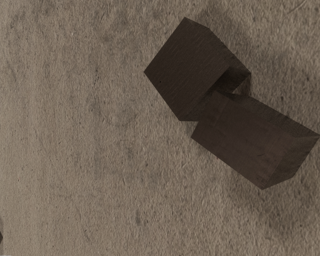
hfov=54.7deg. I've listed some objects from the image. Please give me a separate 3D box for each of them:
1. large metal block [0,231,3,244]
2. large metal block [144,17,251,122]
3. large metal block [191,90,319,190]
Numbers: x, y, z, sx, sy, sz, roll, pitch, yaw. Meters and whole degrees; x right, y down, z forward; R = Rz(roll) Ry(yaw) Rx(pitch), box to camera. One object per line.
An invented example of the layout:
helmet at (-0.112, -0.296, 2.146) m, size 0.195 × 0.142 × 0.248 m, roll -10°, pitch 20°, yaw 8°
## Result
large metal block at (-0.422, 0.259, 0.732) m, size 0.080 × 0.050 × 0.080 m, roll 47°, pitch 118°, yaw 29°
large metal block at (0.040, -0.064, 0.354) m, size 0.080 × 0.050 × 0.080 m, roll -49°, pitch 62°, yaw 28°
large metal block at (0.091, 0.008, 0.293) m, size 0.080 × 0.081 × 0.050 m, roll 38°, pitch 113°, yaw 33°
